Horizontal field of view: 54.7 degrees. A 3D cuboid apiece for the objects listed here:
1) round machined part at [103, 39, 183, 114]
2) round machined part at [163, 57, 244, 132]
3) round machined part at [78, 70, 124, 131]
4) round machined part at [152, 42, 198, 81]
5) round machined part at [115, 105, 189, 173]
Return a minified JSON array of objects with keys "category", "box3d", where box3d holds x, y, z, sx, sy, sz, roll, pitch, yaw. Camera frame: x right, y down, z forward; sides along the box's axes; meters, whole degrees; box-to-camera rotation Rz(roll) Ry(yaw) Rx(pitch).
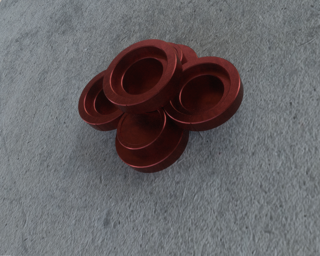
[{"category":"round machined part","box3d":[-0.018,-0.059,0.384,0.098,0.042,0.098,-13,57,21]},{"category":"round machined part","box3d":[0.055,-0.038,0.388,0.098,0.042,0.098,-13,56,20]},{"category":"round machined part","box3d":[-0.066,-0.038,0.450,0.098,0.042,0.098,-13,56,20]},{"category":"round machined part","box3d":[0.007,-0.082,0.440,0.098,0.042,0.098,-13,56,20]},{"category":"round machined part","box3d":[-0.016,0.005,0.398,0.098,0.042,0.098,-13,56,20]}]
